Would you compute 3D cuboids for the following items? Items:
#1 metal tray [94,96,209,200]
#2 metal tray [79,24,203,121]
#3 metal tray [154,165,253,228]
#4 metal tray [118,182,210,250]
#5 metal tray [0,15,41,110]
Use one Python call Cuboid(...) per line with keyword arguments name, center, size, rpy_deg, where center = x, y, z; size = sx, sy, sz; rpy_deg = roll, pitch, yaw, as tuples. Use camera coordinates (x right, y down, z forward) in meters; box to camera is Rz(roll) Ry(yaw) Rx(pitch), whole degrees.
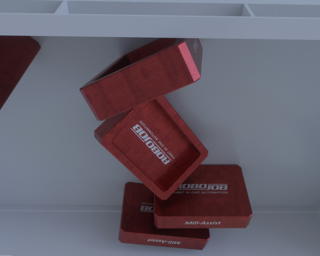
Cuboid(name="metal tray", center=(-0.006, 0.021, 0.392), size=(0.090, 0.030, 0.130), rpy_deg=(-46, 122, -7))
Cuboid(name="metal tray", center=(-0.008, -0.058, 0.289), size=(0.090, 0.130, 0.030), rpy_deg=(-21, 109, 17))
Cuboid(name="metal tray", center=(0.057, 0.097, 0.448), size=(0.131, 0.090, 0.030), rpy_deg=(0, 133, -1))
Cuboid(name="metal tray", center=(0.006, 0.135, 0.480), size=(0.131, 0.090, 0.030), rpy_deg=(8, 130, -7))
Cuboid(name="metal tray", center=(-0.174, -0.066, 0.282), size=(0.090, 0.130, 0.030), rpy_deg=(37, 121, -27))
